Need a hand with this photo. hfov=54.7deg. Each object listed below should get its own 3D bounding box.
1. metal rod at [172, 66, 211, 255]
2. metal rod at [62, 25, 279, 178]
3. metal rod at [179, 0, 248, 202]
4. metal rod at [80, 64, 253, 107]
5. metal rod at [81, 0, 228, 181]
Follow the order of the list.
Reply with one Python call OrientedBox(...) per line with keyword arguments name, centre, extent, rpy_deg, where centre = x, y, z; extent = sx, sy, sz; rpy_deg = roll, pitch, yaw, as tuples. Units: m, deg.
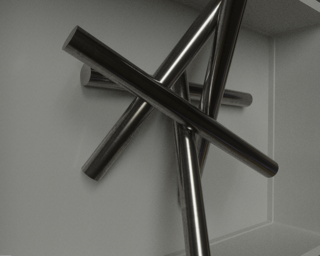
OrientedBox(name="metal rod", centre=(0.032, 0.052, 0.345), extent=(0.025, 0.025, 0.299), rpy_deg=(16, 59, -39))
OrientedBox(name="metal rod", centre=(0.035, -0.012, 0.341), extent=(0.301, 0.025, 0.025), rpy_deg=(31, 71, -29))
OrientedBox(name="metal rod", centre=(0.059, -0.025, 0.372), extent=(0.025, 0.025, 0.298), rpy_deg=(-18, 129, -39))
OrientedBox(name="metal rod", centre=(0.034, -0.054, 0.436), extent=(0.302, 0.025, 0.025), rpy_deg=(3, 89, -40))
OrientedBox(name="metal rod", centre=(0.014, -0.067, 0.342), extent=(0.025, 0.025, 0.299), rpy_deg=(37, 92, -35))
